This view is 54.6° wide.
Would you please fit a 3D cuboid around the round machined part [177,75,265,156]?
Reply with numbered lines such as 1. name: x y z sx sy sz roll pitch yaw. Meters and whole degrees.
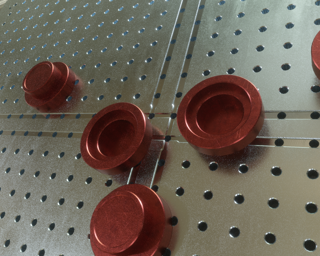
1. round machined part: 0.073 -0.011 0.367 0.098 0.042 0.098 -13 56 21

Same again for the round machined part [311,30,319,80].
1. round machined part: 0.216 -0.075 0.330 0.098 0.042 0.098 -13 56 21

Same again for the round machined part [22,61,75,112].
1. round machined part: -0.205 -0.081 0.557 0.098 0.042 0.098 -13 56 21

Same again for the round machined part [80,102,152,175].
1. round machined part: -0.054 0.018 0.416 0.098 0.042 0.098 -13 56 21

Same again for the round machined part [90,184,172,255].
1. round machined part: -0.039 0.110 0.352 0.098 0.042 0.098 -13 56 21
